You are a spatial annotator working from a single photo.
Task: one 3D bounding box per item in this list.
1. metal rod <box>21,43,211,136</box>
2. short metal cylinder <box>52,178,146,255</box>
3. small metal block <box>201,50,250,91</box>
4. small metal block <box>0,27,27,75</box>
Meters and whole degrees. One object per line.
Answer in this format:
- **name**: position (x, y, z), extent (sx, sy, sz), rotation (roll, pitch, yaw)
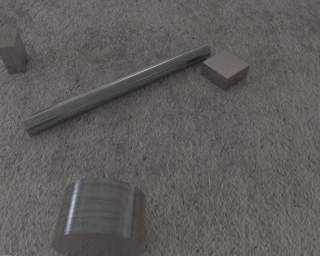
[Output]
- **metal rod**: position (-0.050, -0.064, 0.456), extent (0.302, 0.025, 0.025), rotation (-27, 55, -21)
- **short metal cylinder**: position (-0.055, 0.089, 0.292), extent (0.080, 0.080, 0.050), rotation (1, 50, 1)
- **small metal block**: position (0.101, -0.090, 0.480), extent (0.050, 0.025, 0.050), rotation (-33, 58, -25)
- **small metal block**: position (-0.231, -0.121, 0.487), extent (0.025, 0.050, 0.050), rotation (-10, 51, -8)
